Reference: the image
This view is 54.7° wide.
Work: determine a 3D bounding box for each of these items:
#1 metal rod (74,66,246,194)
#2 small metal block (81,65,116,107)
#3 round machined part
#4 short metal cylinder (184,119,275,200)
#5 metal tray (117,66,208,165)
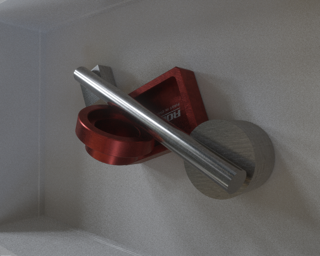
[{"bbox_3d":[-0.025,-0.017,0.371,0.300,0.025,0.025,35,111,41],"label":"metal rod"},{"bbox_3d":[-0.095,-0.063,0.481,0.050,0.025,0.050,-28,73,36],"label":"small metal block"},{"bbox_3d":[-0.055,0.011,0.383,0.098,0.099,0.042,34,119,34],"label":"round machined part"},{"bbox_3d":[0.072,0.031,0.328,0.080,0.050,0.079,0,90,39],"label":"short metal cylinder"},{"bbox_3d":[-0.005,-0.011,0.403,0.130,0.030,0.090,-24,75,37],"label":"metal tray"}]
